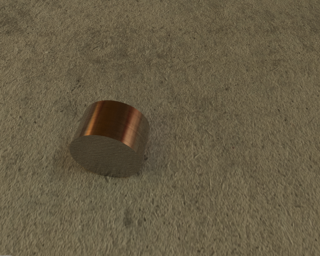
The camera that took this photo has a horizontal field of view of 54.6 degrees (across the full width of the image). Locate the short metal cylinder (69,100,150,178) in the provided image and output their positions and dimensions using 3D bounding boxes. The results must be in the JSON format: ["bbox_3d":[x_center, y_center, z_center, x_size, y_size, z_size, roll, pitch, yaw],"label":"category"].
[{"bbox_3d":[-0.056,0.014,0.356,0.080,0.080,0.050,7,51,6],"label":"short metal cylinder"}]
